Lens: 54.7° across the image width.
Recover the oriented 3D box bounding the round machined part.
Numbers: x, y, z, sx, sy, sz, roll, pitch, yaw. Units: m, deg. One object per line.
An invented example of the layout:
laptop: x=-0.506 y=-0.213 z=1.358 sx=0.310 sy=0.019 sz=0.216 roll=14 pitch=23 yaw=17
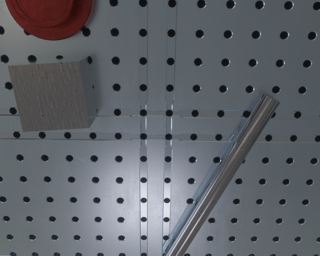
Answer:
round machined part: x=-0.126 y=-0.149 z=0.348 sx=0.099 sy=0.042 sz=0.097 roll=0 pitch=110 yaw=0

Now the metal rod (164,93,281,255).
metal rod: x=0.079 y=0.087 z=0.446 sx=0.025 sy=0.025 sz=0.298 roll=24 pitch=108 yaw=-9

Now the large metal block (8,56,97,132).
large metal block: x=-0.128 y=-0.043 z=0.383 sx=0.080 sy=0.050 sz=0.079 roll=-3 pitch=110 yaw=1
